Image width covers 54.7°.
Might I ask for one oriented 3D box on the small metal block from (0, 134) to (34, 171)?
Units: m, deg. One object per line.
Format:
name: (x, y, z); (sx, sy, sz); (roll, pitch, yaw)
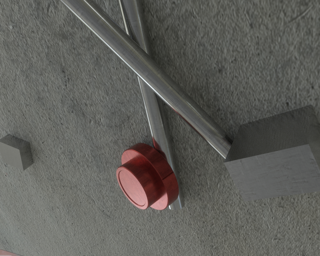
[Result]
small metal block: (-0.266, 0.045, 0.571); (0.050, 0.025, 0.050); (18, 126, 17)

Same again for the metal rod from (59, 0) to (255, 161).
metal rod: (0.001, -0.051, 0.348); (0.300, 0.025, 0.025); (43, 129, -13)

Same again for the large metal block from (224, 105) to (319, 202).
large metal block: (0.123, 0.026, 0.322); (0.080, 0.080, 0.050); (-19, 109, 35)

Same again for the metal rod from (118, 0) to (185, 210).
metal rod: (-0.005, -0.016, 0.398); (0.025, 0.025, 0.298); (2, 119, 27)

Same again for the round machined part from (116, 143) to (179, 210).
round machined part: (-0.024, 0.073, 0.430); (0.098, 0.042, 0.097); (33, 139, 34)
